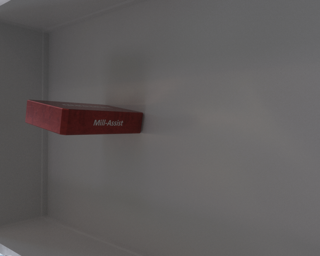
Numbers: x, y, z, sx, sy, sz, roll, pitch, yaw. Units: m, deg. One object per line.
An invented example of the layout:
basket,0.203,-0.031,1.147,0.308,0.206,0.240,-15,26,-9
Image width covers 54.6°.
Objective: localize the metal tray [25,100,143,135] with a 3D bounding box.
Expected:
metal tray,-0.099,-0.015,0.421,0.090,0.131,0.030,13,99,39
